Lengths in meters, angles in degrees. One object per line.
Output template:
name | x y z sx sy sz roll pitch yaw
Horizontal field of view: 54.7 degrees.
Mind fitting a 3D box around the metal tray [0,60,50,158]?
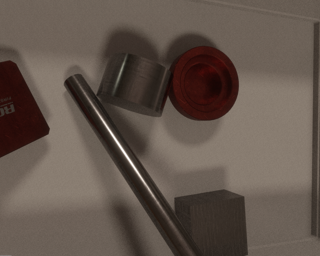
metal tray | -0.184 -0.008 0.302 0.131 0.030 0.090 -37 106 -53

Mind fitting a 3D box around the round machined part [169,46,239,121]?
round machined part | 0.054 -0.058 0.423 0.099 0.042 0.097 0 90 -21

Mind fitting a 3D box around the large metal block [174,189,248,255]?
large metal block | 0.069 0.134 0.425 0.081 0.050 0.079 -5 92 -20

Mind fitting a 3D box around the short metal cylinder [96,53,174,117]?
short metal cylinder | -0.029 -0.050 0.371 0.081 0.080 0.050 19 84 -19

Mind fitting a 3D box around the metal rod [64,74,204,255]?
metal rod | -0.020 0.062 0.341 0.025 0.025 0.299 -31 77 -18
